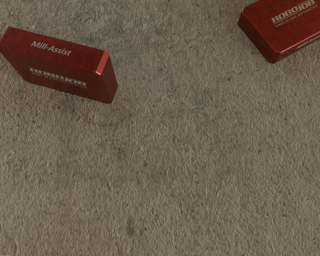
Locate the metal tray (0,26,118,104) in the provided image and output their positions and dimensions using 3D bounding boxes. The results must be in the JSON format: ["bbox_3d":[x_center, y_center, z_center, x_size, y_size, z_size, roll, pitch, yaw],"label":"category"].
[{"bbox_3d":[-0.126,-0.077,0.400,0.131,0.090,0.030,15,71,5],"label":"metal tray"}]

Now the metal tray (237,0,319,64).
[{"bbox_3d":[0.197,-0.164,0.467,0.131,0.030,0.090,-29,73,-10],"label":"metal tray"}]
